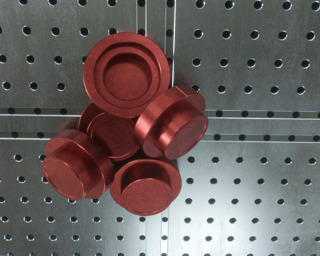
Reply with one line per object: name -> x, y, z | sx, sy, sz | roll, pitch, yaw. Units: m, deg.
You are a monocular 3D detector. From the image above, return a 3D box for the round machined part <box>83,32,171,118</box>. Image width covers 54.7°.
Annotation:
round machined part -> -0.039, -0.060, 0.370 | 0.099, 0.042, 0.097 | 0, 89, -6

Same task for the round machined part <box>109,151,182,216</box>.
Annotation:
round machined part -> -0.019, 0.081, 0.421 | 0.099, 0.042, 0.097 | -3, 122, -5

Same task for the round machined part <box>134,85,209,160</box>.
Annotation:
round machined part -> 0.020, 0.000, 0.373 | 0.042, 0.099, 0.098 | 45, 109, 28

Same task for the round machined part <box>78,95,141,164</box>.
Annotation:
round machined part -> -0.057, 0.004, 0.404 | 0.099, 0.042, 0.097 | 0, 110, -1

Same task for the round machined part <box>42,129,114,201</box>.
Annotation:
round machined part -> -0.111, 0.054, 0.397 | 0.098, 0.042, 0.097 | 17, 128, 24
